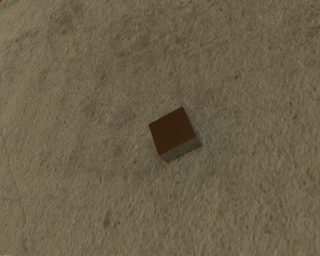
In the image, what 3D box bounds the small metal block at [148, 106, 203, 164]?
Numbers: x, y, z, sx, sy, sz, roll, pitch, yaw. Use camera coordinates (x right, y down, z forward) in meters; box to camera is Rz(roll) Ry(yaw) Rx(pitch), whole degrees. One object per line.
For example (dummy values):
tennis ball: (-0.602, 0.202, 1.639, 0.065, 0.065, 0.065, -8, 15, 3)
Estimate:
small metal block: (0.019, 0.008, 0.388, 0.050, 0.025, 0.050, -28, 52, 10)
